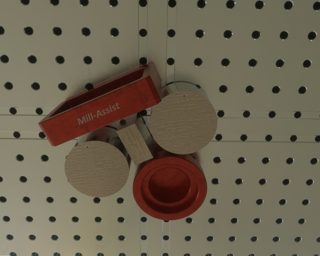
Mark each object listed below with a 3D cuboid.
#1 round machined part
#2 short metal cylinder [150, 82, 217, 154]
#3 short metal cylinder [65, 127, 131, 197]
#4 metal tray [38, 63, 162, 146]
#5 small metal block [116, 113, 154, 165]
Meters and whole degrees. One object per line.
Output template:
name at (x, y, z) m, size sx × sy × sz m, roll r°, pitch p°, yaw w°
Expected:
round machined part at (0.013, 0.075, 0.428) m, size 0.099 × 0.042 × 0.097 m, roll 0°, pitch 110°, yaw 0°
short metal cylinder at (0.028, -0.013, 0.391) m, size 0.081 × 0.050 × 0.079 m, roll 0°, pitch 110°, yaw 0°
short metal cylinder at (-0.079, 0.044, 0.411) m, size 0.081 × 0.050 × 0.079 m, roll 0°, pitch 110°, yaw 0°
metal tray at (-0.064, -0.030, 0.362) m, size 0.130 × 0.090 × 0.030 m, roll -22°, pitch 109°, yaw 8°
small metal block at (-0.030, 0.012, 0.399) m, size 0.025 × 0.050 × 0.050 m, roll -24°, pitch 109°, yaw 8°
